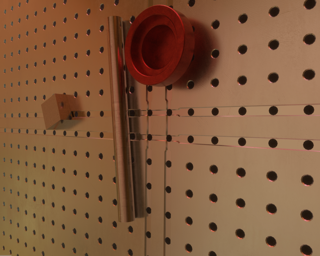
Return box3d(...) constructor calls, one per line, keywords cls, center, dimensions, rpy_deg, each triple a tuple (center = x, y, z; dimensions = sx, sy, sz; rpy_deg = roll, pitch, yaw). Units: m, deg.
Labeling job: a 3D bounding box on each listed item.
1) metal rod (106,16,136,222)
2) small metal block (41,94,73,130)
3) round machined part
box3d(cls="metal rod", center=(-0.058, -0.015, 0.457), dimensions=(0.025, 0.025, 0.298), rpy_deg=(-7, 86, 40))
box3d(cls="small metal block", center=(-0.189, -0.029, 0.565), dimensions=(0.050, 0.025, 0.050), rpy_deg=(-26, 74, 37))
box3d(cls="round machined part", center=(0.004, -0.101, 0.395), dimensions=(0.098, 0.042, 0.097), rpy_deg=(0, 90, 40))
